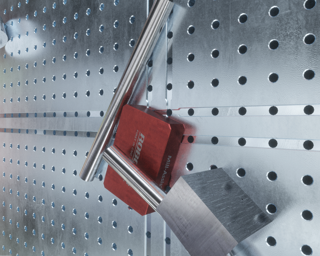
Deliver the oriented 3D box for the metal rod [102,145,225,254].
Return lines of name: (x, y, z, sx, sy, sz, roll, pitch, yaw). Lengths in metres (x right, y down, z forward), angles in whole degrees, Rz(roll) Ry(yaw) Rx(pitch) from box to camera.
metal rod: (0.039, 0.120, 0.351, 0.300, 0.025, 0.025, 40, 115, 24)

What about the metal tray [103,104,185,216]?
metal tray: (-0.026, 0.041, 0.428, 0.090, 0.030, 0.129, 26, 106, 37)

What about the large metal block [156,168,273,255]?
large metal block: (0.057, 0.092, 0.326, 0.080, 0.081, 0.050, 48, 119, 29)

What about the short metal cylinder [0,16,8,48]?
short metal cylinder: (-0.392, -0.219, 0.698, 0.080, 0.081, 0.050, -35, 69, 34)

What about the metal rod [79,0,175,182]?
metal rod: (-0.056, -0.044, 0.455, 0.025, 0.025, 0.298, 41, 115, 32)
